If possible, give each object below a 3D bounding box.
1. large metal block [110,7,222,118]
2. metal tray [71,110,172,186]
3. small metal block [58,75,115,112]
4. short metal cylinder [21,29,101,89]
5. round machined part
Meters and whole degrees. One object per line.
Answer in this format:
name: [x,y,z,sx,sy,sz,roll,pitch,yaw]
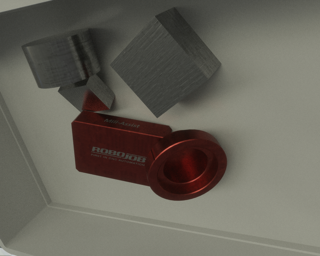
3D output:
large metal block: [0.006,-0.071,0.344,0.080,0.050,0.080,49,128,-7]
metal tray: [-0.054,0.031,0.434,0.131,0.030,0.089,10,124,8]
small metal block: [-0.098,-0.047,0.417,0.050,0.025,0.050,-7,143,31]
short metal cylinder: [-0.119,-0.087,0.381,0.080,0.080,0.050,0,118,28]
round machined part: [0.029,0.041,0.386,0.099,0.042,0.097,-7,125,-10]
